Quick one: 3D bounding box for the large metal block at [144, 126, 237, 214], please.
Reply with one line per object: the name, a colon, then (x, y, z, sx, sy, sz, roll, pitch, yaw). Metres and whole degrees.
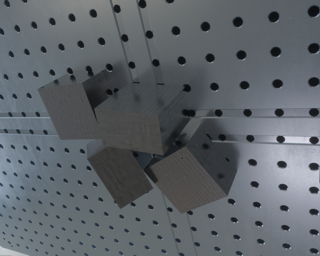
large metal block: (0.040, 0.057, 0.410, 0.080, 0.050, 0.080, -34, 99, 38)

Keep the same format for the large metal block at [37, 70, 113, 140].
large metal block: (-0.110, -0.031, 0.435, 0.080, 0.050, 0.080, -2, 117, 29)

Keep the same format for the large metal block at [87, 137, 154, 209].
large metal block: (-0.058, 0.052, 0.431, 0.050, 0.080, 0.080, -31, 106, -7)

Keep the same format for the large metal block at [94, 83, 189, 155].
large metal block: (-0.019, -0.015, 0.377, 0.080, 0.080, 0.050, 7, 122, 24)
